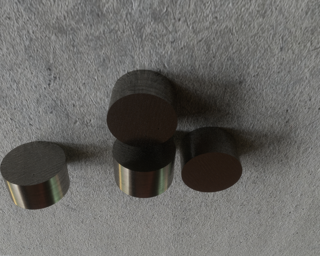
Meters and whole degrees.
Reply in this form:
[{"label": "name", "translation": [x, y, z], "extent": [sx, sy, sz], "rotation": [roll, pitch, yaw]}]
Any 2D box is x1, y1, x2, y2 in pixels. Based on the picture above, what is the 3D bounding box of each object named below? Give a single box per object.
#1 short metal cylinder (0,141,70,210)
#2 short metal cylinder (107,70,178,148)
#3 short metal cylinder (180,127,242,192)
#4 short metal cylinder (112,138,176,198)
[{"label": "short metal cylinder", "translation": [-0.168, 0.063, 0.423], "extent": [0.081, 0.080, 0.050], "rotation": [3, 130, -3]}, {"label": "short metal cylinder", "translation": [-0.020, -0.022, 0.371], "extent": [0.081, 0.050, 0.079], "rotation": [0, 130, 0]}, {"label": "short metal cylinder", "translation": [0.068, 0.044, 0.429], "extent": [0.081, 0.050, 0.079], "rotation": [0, 130, 0]}, {"label": "short metal cylinder", "translation": [-0.021, 0.045, 0.409], "extent": [0.081, 0.080, 0.050], "rotation": [2, 130, -2]}]
